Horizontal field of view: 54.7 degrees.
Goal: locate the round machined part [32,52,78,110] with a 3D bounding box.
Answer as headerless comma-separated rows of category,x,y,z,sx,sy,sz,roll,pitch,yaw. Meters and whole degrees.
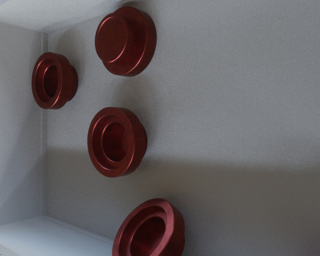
round machined part,-0.182,-0.081,0.546,0.098,0.042,0.097,0,90,40

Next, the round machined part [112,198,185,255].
round machined part,-0.009,0.140,0.381,0.098,0.042,0.098,-33,28,21

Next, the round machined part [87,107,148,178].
round machined part,-0.057,0.019,0.443,0.098,0.042,0.097,0,90,40

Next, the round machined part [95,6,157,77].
round machined part,-0.055,-0.124,0.442,0.098,0.042,0.097,0,90,40
